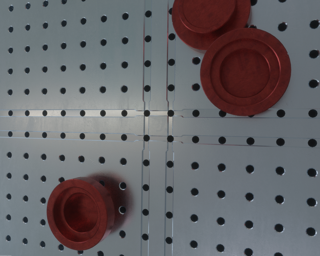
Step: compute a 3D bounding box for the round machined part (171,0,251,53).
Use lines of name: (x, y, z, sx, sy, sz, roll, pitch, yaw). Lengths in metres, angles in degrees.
round machined part: (0.061, -0.145, 0.382, 0.098, 0.042, 0.097, 0, 90, 20)

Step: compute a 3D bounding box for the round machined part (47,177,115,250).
round machined part: (-0.108, 0.118, 0.442, 0.098, 0.042, 0.097, 0, 90, 20)

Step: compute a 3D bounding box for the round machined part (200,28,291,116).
round machined part: (0.100, -0.064, 0.365, 0.098, 0.042, 0.097, 1, 95, 16)
